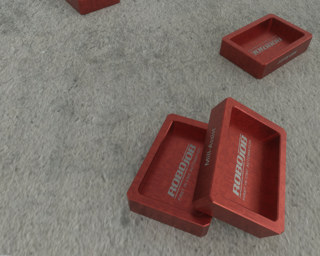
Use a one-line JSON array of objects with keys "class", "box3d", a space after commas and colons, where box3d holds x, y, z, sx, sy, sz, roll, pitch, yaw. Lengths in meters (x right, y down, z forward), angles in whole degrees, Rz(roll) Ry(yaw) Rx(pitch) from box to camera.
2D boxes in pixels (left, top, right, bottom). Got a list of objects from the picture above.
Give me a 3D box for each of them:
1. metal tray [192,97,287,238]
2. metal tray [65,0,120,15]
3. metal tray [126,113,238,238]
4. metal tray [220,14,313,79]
[{"class": "metal tray", "box3d": [0.091, 0.039, 0.336, 0.090, 0.030, 0.130, 28, 54, -15]}, {"class": "metal tray", "box3d": [-0.154, -0.287, 0.638, 0.091, 0.030, 0.130, -29, 56, -23]}, {"class": "metal tray", "box3d": [0.029, 0.048, 0.360, 0.090, 0.030, 0.130, 17, 52, 13]}, {"class": "metal tray", "box3d": [0.177, -0.141, 0.520, 0.131, 0.030, 0.090, -31, 57, -24]}]
